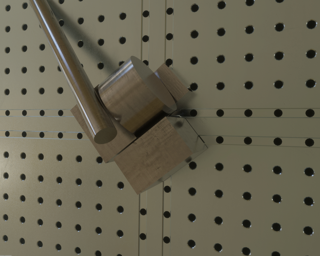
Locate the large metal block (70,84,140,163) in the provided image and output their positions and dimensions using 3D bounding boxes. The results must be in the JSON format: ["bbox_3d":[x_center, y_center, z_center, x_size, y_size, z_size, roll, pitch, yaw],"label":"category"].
[{"bbox_3d":[-0.055,-0.005,0.402,0.050,0.080,0.080,-39,78,16],"label":"large metal block"}]

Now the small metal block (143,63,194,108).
[{"bbox_3d":[0.007,-0.049,0.410,0.050,0.025,0.050,-43,77,14],"label":"small metal block"}]

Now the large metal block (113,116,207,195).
[{"bbox_3d":[0.004,0.031,0.379,0.080,0.080,0.050,-39,78,15],"label":"large metal block"}]

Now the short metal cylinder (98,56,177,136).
[{"bbox_3d":[-0.025,-0.037,0.364,0.050,0.080,0.080,-38,78,16],"label":"short metal cylinder"}]

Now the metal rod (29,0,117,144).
[{"bbox_3d":[-0.124,-0.097,0.399,0.025,0.025,0.300,-43,56,15],"label":"metal rod"}]
